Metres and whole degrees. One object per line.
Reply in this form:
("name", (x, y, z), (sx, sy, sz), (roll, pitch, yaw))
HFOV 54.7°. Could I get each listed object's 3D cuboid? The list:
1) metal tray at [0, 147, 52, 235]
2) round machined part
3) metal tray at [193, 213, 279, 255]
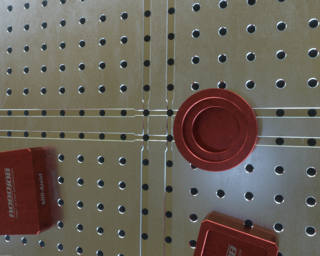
("metal tray", (-0.223, 0.099, 0.488), (0.090, 0.030, 0.129), (-8, 87, 19))
("round machined part", (0.069, 0.002, 0.379), (0.098, 0.042, 0.097), (0, 90, 20))
("metal tray", (0.083, 0.183, 0.380), (0.090, 0.030, 0.129), (15, 95, 19))
